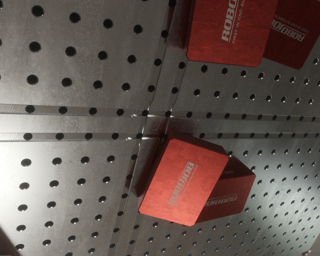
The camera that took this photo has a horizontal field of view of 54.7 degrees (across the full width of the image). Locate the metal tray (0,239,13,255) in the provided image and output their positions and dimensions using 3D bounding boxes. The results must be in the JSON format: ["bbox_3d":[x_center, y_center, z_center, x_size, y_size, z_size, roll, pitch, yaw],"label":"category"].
[{"bbox_3d":[-0.255,0.199,0.391,0.131,0.030,0.089,-21,127,-16],"label":"metal tray"}]

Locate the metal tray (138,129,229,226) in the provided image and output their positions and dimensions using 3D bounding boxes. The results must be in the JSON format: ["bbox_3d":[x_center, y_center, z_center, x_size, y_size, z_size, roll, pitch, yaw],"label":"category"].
[{"bbox_3d":[0.031,0.076,0.453,0.091,0.030,0.129,19,110,-12],"label":"metal tray"}]

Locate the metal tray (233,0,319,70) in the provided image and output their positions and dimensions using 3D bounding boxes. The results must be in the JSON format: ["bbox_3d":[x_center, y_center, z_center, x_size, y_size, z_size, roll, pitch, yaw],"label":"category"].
[{"bbox_3d":[0.160,-0.137,0.413,0.131,0.030,0.089,8,114,-32],"label":"metal tray"}]

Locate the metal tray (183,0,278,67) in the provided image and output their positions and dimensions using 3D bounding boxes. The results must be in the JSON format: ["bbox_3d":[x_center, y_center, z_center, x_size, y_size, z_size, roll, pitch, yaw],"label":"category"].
[{"bbox_3d":[0.081,-0.139,0.347,0.091,0.030,0.129,4,119,-6],"label":"metal tray"}]

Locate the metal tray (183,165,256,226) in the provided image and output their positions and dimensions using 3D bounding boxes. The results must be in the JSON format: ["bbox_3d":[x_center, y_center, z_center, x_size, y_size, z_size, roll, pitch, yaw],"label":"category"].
[{"bbox_3d":[0.095,0.114,0.533,0.131,0.030,0.089,-4,120,-27],"label":"metal tray"}]
